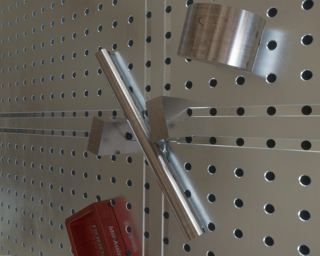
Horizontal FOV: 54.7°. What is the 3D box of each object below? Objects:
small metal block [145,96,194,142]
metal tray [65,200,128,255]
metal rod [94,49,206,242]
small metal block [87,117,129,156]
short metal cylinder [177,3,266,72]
[{"bbox_3d":[0.012,-0.010,0.381,0.025,0.050,0.050,-18,79,38],"label":"small metal block"},{"bbox_3d":[-0.096,0.189,0.482,0.090,0.030,0.130,-35,69,34],"label":"metal tray"},{"bbox_3d":[-0.023,0.008,0.425,0.025,0.025,0.299,-43,65,31],"label":"metal rod"},{"bbox_3d":[-0.074,0.011,0.452,0.025,0.050,0.050,22,104,37],"label":"small metal block"},{"bbox_3d":[0.062,-0.092,0.321,0.080,0.081,0.050,21,104,37],"label":"short metal cylinder"}]
